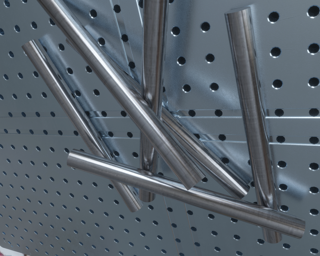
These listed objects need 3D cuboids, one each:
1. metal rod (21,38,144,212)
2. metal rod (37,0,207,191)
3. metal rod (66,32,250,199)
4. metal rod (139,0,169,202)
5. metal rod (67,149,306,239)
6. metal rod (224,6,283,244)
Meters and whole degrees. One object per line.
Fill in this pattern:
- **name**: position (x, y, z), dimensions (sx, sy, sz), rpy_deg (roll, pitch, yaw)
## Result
- **metal rod**: position (-0.110, 0.006, 0.473), dimensions (0.025, 0.025, 0.299), rpy_deg (-19, 109, 35)
- **metal rod**: position (-0.054, -0.056, 0.353), dimensions (0.300, 0.025, 0.025), rpy_deg (51, 130, 13)
- **metal rod**: position (-0.001, -0.017, 0.402), dimensions (0.300, 0.025, 0.025), rpy_deg (43, 129, -2)
- **metal rod**: position (-0.010, -0.023, 0.368), dimensions (0.025, 0.025, 0.298), rpy_deg (17, 127, 18)
- **metal rod**: position (0.025, 0.080, 0.392), dimensions (0.301, 0.025, 0.025), rpy_deg (16, 125, 8)
- **metal rod**: position (0.114, 0.016, 0.361), dimensions (0.025, 0.025, 0.299), rpy_deg (-2, 118, 29)
